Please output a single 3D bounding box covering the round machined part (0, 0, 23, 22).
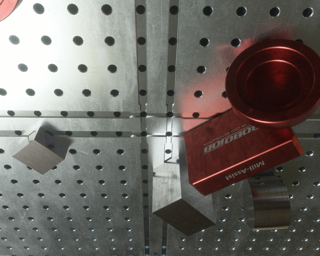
[{"bbox_3d":[-0.168,-0.146,0.274,0.099,0.042,0.097,0,130,0],"label":"round machined part"}]

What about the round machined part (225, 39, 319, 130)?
[{"bbox_3d":[0.123,-0.043,0.335,0.098,0.098,0.042,-18,153,14],"label":"round machined part"}]

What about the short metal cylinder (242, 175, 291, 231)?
[{"bbox_3d":[0.160,0.114,0.474,0.050,0.080,0.080,-4,130,3],"label":"short metal cylinder"}]

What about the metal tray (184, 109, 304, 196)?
[{"bbox_3d":[0.095,0.019,0.384,0.130,0.090,0.030,-29,126,22],"label":"metal tray"}]

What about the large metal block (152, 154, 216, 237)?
[{"bbox_3d":[0.035,0.100,0.461,0.050,0.080,0.080,-33,123,25],"label":"large metal block"}]

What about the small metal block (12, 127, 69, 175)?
[{"bbox_3d":[-0.169,0.034,0.439,0.050,0.025,0.050,-33,123,24],"label":"small metal block"}]
